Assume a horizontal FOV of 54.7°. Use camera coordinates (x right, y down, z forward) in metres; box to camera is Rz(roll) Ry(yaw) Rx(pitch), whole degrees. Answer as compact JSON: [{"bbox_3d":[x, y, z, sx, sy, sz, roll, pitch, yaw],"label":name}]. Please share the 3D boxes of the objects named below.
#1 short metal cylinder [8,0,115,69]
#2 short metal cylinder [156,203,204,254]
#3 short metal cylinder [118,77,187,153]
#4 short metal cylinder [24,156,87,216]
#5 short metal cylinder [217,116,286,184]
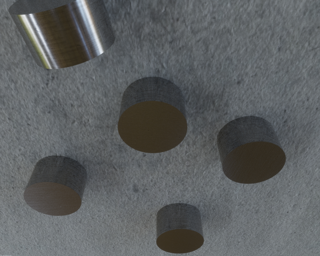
[{"bbox_3d":[-0.088,-0.097,0.287,0.080,0.080,0.050,-9,130,7],"label":"short metal cylinder"},{"bbox_3d":[0.034,0.176,0.542,0.081,0.050,0.079,0,130,0],"label":"short metal cylinder"},{"bbox_3d":[-0.009,-0.015,0.378,0.081,0.050,0.079,0,130,0],"label":"short metal cylinder"},{"bbox_3d":[-0.154,0.087,0.463,0.081,0.050,0.079,0,130,0],"label":"short metal cylinder"},{"bbox_3d":[0.121,0.030,0.419,0.081,0.050,0.079,0,130,0],"label":"short metal cylinder"}]
